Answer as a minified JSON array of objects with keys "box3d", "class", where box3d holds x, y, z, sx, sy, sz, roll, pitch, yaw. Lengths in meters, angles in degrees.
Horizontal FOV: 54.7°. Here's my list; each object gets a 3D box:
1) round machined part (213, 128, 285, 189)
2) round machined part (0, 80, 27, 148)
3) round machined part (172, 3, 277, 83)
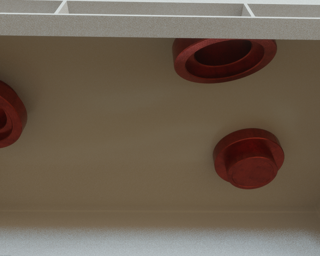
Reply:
[{"box3d":[0.128,0.050,0.442,0.099,0.042,0.097,0,130,0],"class":"round machined part"},{"box3d":[-0.212,-0.024,0.376,0.099,0.042,0.097,0,130,0],"class":"round machined part"},{"box3d":[0.061,-0.084,0.307,0.099,0.042,0.098,-5,163,-1],"class":"round machined part"}]
